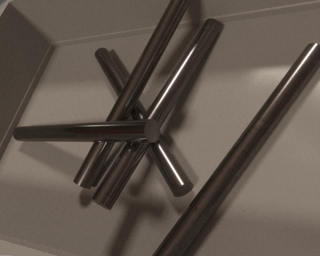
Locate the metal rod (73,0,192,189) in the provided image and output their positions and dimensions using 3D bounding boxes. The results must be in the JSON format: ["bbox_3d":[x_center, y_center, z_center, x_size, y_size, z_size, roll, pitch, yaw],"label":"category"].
[{"bbox_3d":[-0.033,-0.057,0.416,0.025,0.025,0.299,26,87,36],"label":"metal rod"}]

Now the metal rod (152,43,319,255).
[{"bbox_3d":[0.092,0.025,0.341,0.025,0.025,0.300,32,79,37],"label":"metal rod"}]

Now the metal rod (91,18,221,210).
[{"bbox_3d":[0.007,-0.034,0.396,0.025,0.025,0.300,14,61,33],"label":"metal rod"}]

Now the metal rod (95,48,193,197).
[{"bbox_3d":[-0.037,-0.029,0.441,0.025,0.025,0.300,-36,51,4],"label":"metal rod"}]

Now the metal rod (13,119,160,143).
[{"bbox_3d":[-0.121,0.006,0.423,0.300,0.025,0.025,-2,60,41],"label":"metal rod"}]
